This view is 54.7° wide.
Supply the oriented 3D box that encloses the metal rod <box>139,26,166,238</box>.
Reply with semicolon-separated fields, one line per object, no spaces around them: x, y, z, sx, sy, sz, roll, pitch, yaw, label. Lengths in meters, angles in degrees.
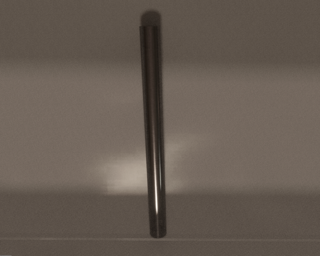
-0.007;0.019;0.418;0.025;0.025;0.298;-2;110;0;metal rod
